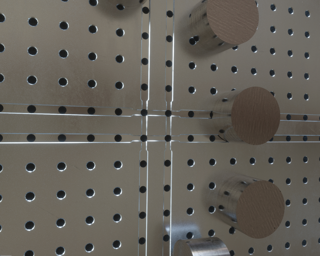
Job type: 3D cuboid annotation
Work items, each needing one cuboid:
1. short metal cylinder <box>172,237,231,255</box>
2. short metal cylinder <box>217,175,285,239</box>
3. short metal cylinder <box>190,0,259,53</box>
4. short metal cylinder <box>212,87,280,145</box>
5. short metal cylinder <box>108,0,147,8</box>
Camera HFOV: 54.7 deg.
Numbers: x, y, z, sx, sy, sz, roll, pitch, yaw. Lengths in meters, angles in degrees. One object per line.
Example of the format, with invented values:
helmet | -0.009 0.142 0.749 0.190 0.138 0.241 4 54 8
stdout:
short metal cylinder | 0.053 0.186 0.403 0.050 0.080 0.080 3 89 -20
short metal cylinder | 0.130 0.111 0.447 0.081 0.050 0.079 0 90 -20
short metal cylinder | 0.089 -0.150 0.432 0.081 0.050 0.079 0 90 -20
short metal cylinder | 0.123 -0.017 0.444 0.081 0.050 0.079 0 90 -20
short metal cylinder | -0.038 -0.198 0.385 0.081 0.050 0.079 0 90 -20
